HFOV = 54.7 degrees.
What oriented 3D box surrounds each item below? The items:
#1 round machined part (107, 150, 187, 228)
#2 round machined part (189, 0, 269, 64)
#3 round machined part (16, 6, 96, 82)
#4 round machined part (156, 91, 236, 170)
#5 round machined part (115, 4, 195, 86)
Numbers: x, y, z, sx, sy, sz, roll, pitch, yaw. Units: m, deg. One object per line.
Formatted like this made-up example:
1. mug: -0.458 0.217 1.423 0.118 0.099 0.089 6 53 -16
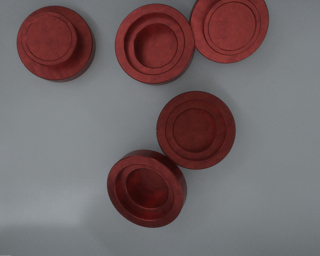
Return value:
1. round machined part: -0.013 0.072 0.390 0.098 0.042 0.097 6 110 18
2. round machined part: 0.086 -0.128 0.386 0.099 0.042 0.097 1 115 1
3. round machined part: -0.137 -0.110 0.401 0.099 0.042 0.097 0 90 -1
4. round machined part: 0.044 0.003 0.402 0.099 0.042 0.097 0 89 -3
5. round machined part: -0.004 -0.103 0.397 0.098 0.042 0.097 0 91 11
